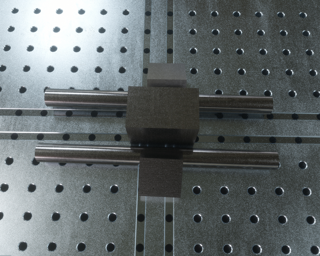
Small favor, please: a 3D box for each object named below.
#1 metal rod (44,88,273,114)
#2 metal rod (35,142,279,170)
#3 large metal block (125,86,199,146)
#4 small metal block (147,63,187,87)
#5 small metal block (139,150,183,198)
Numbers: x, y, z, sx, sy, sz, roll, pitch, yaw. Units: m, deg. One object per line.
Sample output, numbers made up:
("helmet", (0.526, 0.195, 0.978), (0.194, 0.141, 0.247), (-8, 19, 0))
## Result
("metal rod", (-0.002, -0.036, 0.420), (0.302, 0.025, 0.025), (2, 70, 0))
("metal rod", (-0.004, 0.036, 0.395), (0.302, 0.025, 0.025), (2, 70, 0))
("large metal block", (0.003, -0.010, 0.381), (0.081, 0.080, 0.050), (2, 70, 0))
("small metal block", (0.009, -0.066, 0.420), (0.050, 0.025, 0.050), (1, 36, 0))
("small metal block", (0.001, 0.055, 0.375), (0.050, 0.025, 0.050), (3, 108, 0))
